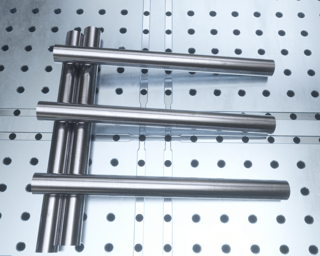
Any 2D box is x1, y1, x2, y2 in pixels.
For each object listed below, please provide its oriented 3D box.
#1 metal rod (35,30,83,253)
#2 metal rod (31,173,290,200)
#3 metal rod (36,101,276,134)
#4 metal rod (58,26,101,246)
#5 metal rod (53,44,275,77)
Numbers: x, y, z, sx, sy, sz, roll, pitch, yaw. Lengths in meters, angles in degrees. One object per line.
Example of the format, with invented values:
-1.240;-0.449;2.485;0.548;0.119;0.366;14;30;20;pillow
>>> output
-0.128;0.003;0.408;0.025;0.025;0.299;1;70;0;metal rod
0.006;0.071;0.371;0.302;0.025;0.025;3;70;-6;metal rod
0.000;-0.013;0.400;0.302;0.025;0.025;3;70;-6;metal rod
-0.103;-0.004;0.411;0.025;0.025;0.299;1;70;0;metal rod
0.010;-0.093;0.430;0.302;0.025;0.025;3;70;-6;metal rod
